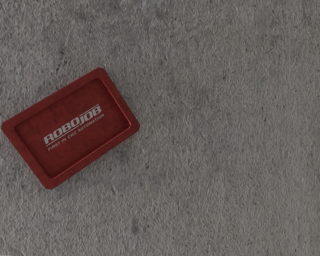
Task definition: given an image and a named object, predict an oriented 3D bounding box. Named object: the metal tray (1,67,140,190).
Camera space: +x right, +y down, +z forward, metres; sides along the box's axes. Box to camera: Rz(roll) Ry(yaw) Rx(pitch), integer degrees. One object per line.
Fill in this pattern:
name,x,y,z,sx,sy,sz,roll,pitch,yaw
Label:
metal tray,-0.101,-0.001,0.368,0.131,0.030,0.090,-35,102,-17
